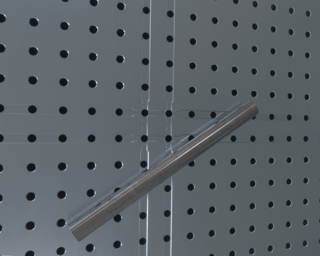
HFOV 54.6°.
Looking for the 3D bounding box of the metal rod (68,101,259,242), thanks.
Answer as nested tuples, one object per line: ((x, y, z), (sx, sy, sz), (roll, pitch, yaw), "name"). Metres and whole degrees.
((0.017, 0.049, 0.418), (0.301, 0.025, 0.025), (-33, 101, -17), "metal rod")
